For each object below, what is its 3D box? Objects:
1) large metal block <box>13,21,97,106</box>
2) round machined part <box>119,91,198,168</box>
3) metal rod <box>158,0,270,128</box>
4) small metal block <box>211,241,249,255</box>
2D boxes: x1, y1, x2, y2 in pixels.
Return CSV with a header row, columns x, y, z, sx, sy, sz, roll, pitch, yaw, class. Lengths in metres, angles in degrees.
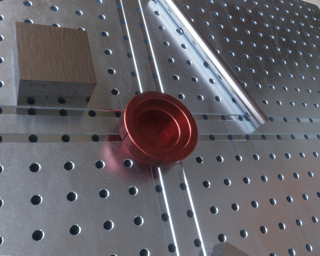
x,y,z,sx,sy,sz,roll,pitch,yaw,class
-0.127,-0.074,0.368,0.081,0.050,0.080,-2,63,-29,large metal block
-0.005,0.005,0.391,0.099,0.042,0.098,14,56,-21,round machined part
0.083,-0.127,0.530,0.025,0.025,0.299,-26,76,-37,metal rod
0.082,0.166,0.351,0.050,0.025,0.050,34,51,-6,small metal block
